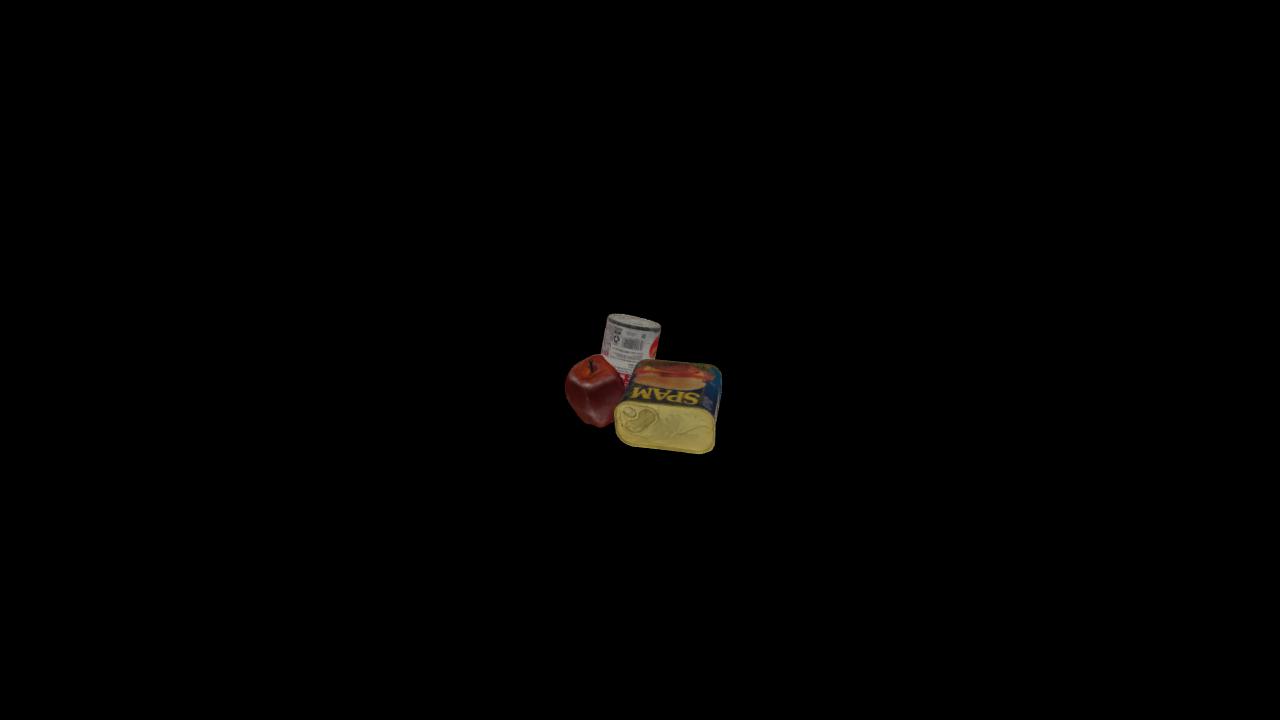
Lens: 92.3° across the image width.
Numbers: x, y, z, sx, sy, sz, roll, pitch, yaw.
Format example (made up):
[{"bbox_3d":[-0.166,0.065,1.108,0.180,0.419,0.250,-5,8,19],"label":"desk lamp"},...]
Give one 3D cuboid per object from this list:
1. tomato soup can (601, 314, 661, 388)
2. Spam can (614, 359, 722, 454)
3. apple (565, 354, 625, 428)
[{"bbox_3d":[-0.016,0.000,0.742,0.068,0.101,0.068,10,14,-3],"label":"tomato soup can"},{"bbox_3d":[0.033,0.045,0.636,0.101,0.058,0.085,6,33,12],"label":"Spam can"},{"bbox_3d":[-0.050,0.036,0.742,0.079,0.093,0.079,-6,41,5],"label":"apple"}]
